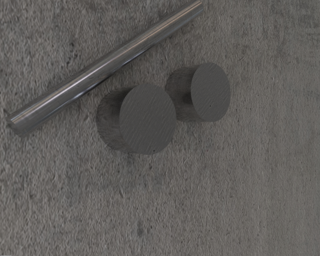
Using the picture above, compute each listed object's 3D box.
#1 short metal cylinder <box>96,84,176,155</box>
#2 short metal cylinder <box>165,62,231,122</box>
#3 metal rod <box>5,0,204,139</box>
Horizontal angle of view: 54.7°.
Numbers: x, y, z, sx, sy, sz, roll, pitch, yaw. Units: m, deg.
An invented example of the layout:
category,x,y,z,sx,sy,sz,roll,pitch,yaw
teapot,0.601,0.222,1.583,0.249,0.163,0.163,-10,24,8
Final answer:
category,x,y,z,sx,sy,sz,roll,pitch,yaw
short metal cylinder,-0.027,-0.010,0.365,0.081,0.050,0.080,0,90,-40
short metal cylinder,0.053,-0.048,0.433,0.081,0.050,0.080,0,90,-40
metal rod,-0.042,-0.087,0.368,0.302,0.025,0.025,-43,116,-31
